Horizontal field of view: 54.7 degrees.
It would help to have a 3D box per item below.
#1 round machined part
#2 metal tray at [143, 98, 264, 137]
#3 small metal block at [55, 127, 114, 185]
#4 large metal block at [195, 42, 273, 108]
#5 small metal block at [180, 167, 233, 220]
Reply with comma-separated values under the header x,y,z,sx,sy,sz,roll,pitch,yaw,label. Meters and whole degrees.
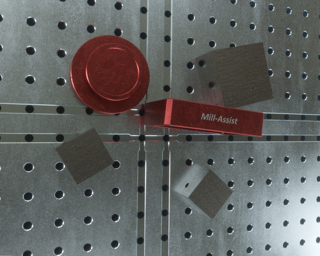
x,y,z,sx,sy,sz,roll,pitch,yaw,label
-0.059,-0.066,0.382,0.099,0.042,0.097,0,90,-21,round machined part
0.053,-0.011,0.398,0.131,0.090,0.030,7,88,-20,metal tray
-0.092,0.033,0.379,0.050,0.025,0.050,-31,100,-18,small metal block
0.105,-0.071,0.439,0.081,0.050,0.080,-14,95,-20,large metal block
0.067,0.092,0.439,0.050,0.025,0.050,44,76,-15,small metal block
